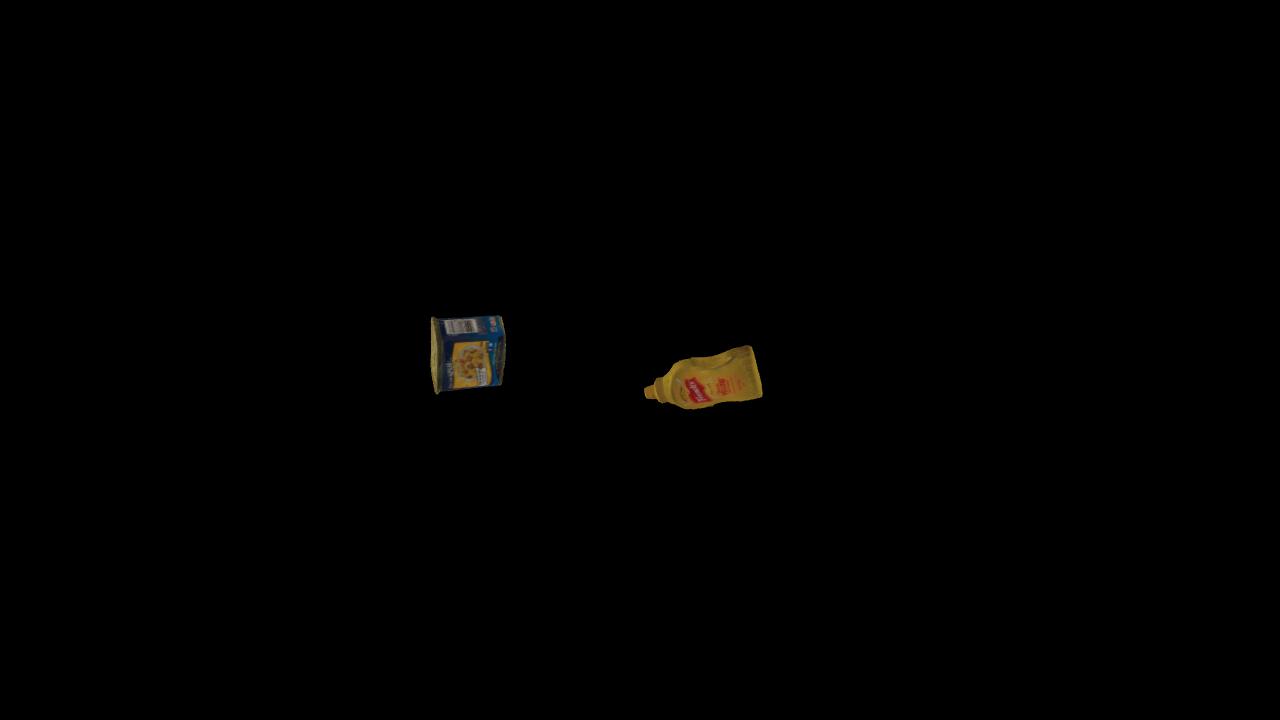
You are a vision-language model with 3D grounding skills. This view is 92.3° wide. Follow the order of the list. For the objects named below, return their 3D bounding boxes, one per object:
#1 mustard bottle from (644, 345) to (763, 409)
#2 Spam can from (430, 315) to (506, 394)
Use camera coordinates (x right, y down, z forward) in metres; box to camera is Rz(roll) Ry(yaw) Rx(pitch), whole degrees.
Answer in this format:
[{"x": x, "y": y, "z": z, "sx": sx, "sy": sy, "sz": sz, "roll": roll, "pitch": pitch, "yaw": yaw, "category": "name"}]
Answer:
[{"x": 0.095, "y": 0.036, "z": 0.972, "sx": 0.184, "sy": 0.092, "sz": 0.054, "roll": -12, "pitch": 39, "yaw": 14, "category": "mustard bottle"}, {"x": -0.219, "y": -0.008, "z": 0.782, "sx": 0.085, "sy": 0.101, "sz": 0.058, "roll": -5, "pitch": 46, "yaw": -24, "category": "Spam can"}]
